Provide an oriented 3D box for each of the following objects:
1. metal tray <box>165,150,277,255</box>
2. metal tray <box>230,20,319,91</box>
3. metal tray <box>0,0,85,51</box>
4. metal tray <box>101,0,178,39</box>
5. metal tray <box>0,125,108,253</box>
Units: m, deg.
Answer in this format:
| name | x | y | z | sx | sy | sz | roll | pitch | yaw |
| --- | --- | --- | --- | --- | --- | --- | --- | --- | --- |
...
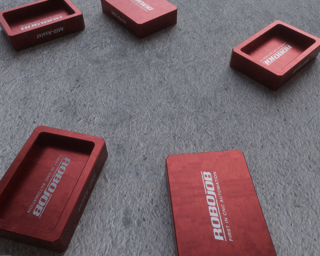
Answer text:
| name | x | y | z | sx | sy | sz | roll | pitch | yaw |
| --- | --- | --- | --- | --- | --- | --- | --- | --- | --- |
| metal tray | 0.057 | 0.087 | 0.327 | 0.091 | 0.030 | 0.130 | -4 | 50 | -4 |
| metal tray | 0.189 | -0.122 | 0.503 | 0.131 | 0.030 | 0.090 | -36 | 59 | -26 |
| metal tray | -0.215 | -0.194 | 0.561 | 0.131 | 0.030 | 0.090 | -27 | 55 | -21 |
| metal tray | -0.041 | -0.226 | 0.589 | 0.091 | 0.030 | 0.130 | -32 | 57 | -24 |
| metal tray | -0.124 | 0.061 | 0.347 | 0.090 | 0.030 | 0.130 | 11 | 51 | 9 |
